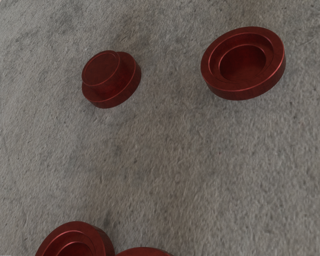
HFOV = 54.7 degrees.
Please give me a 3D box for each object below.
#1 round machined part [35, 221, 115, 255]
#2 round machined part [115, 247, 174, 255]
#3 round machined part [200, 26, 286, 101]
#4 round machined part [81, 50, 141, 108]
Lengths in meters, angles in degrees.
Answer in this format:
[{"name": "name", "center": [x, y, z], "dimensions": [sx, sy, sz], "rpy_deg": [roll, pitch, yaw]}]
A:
[{"name": "round machined part", "center": [-0.091, 0.157, 0.343], "dimensions": [0.098, 0.042, 0.098], "rpy_deg": [-13, 56, 21]}, {"name": "round machined part", "center": [-0.012, 0.163, 0.288], "dimensions": [0.098, 0.042, 0.098], "rpy_deg": [-4, 68, 10]}, {"name": "round machined part", "center": [0.104, -0.075, 0.384], "dimensions": [0.098, 0.042, 0.098], "rpy_deg": [-13, 56, 20]}, {"name": "round machined part", "center": [-0.082, -0.082, 0.485], "dimensions": [0.098, 0.042, 0.098], "rpy_deg": [-13, 56, 20]}]
